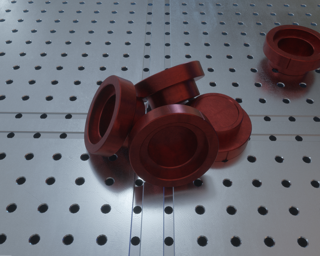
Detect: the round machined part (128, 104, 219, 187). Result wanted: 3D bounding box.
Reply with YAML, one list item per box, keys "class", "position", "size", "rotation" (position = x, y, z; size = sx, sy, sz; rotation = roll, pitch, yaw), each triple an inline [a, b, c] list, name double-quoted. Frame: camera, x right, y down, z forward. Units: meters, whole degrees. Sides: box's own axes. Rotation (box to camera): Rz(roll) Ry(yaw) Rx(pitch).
- class: "round machined part"
  position: [0.013, 0.016, 0.351]
  size: [0.099, 0.097, 0.042]
  rotation: [-7, 32, -6]

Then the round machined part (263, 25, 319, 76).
- class: "round machined part"
  position: [0.217, -0.122, 0.502]
  size: [0.099, 0.042, 0.098]
  rotation: [0, 50, 0]

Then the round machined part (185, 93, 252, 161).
- class: "round machined part"
  position: [0.071, -0.008, 0.405]
  size: [0.099, 0.042, 0.098]
  rotation: [1, 50, 0]

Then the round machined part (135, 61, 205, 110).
- class: "round machined part"
  position: [0.015, -0.051, 0.416]
  size: [0.099, 0.098, 0.042]
  rotation: [-22, 92, -18]

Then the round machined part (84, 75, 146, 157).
- class: "round machined part"
  position: [-0.053, -0.012, 0.381]
  size: [0.042, 0.097, 0.098]
  rotation: [18, 43, -31]
